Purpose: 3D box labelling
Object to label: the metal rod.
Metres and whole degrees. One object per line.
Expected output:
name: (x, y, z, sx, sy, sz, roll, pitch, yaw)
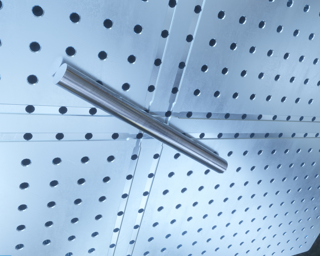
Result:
metal rod: (-0.002, 0.003, 0.414, 0.301, 0.025, 0.025, 30, 101, -38)
